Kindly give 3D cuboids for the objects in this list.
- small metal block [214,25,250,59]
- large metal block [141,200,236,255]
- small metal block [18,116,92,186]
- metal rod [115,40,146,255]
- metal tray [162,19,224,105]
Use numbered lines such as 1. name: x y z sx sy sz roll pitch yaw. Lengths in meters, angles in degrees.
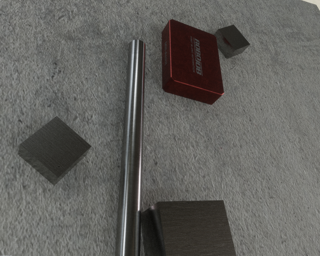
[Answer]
1. small metal block: 0.131 -0.161 0.575 0.050 0.025 0.050 -28 77 -38
2. large metal block: 0.030 0.124 0.330 0.081 0.050 0.080 6 59 -26
3. small metal block: -0.111 0.024 0.330 0.050 0.025 0.050 41 51 0
4. metal rod: -0.033 0.006 0.383 0.025 0.025 0.299 13 56 -21
5. metal tray: 0.050 -0.107 0.495 0.091 0.030 0.130 13 56 -21
